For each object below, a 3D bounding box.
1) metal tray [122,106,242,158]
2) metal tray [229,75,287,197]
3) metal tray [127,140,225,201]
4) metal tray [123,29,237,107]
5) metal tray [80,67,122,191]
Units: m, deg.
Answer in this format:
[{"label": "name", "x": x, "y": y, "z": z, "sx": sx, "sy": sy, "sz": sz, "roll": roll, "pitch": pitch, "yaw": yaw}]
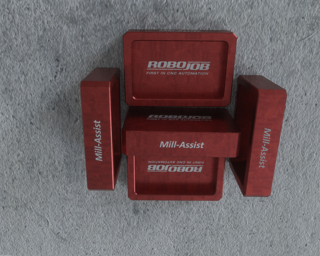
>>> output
[{"label": "metal tray", "x": 0.024, "y": 0.002, "z": 0.379, "sx": 0.131, "sy": 0.090, "sz": 0.030, "roll": 1, "pitch": 111, "yaw": -1}, {"label": "metal tray", "x": 0.114, "y": 0.007, "z": 0.380, "sx": 0.030, "sy": 0.090, "sz": 0.129, "roll": 1, "pitch": 110, "yaw": 0}, {"label": "metal tray", "x": 0.021, "y": 0.054, "z": 0.430, "sx": 0.131, "sy": 0.030, "sz": 0.089, "roll": 1, "pitch": 109, "yaw": -1}, {"label": "metal tray", "x": 0.023, "y": -0.073, "z": 0.382, "sx": 0.131, "sy": 0.030, "sz": 0.089, "roll": 0, "pitch": 113, "yaw": -1}, {"label": "metal tray", "x": -0.067, "y": -0.002, "z": 0.375, "sx": 0.030, "sy": 0.090, "sz": 0.129, "roll": 1, "pitch": 111, "yaw": -1}]
